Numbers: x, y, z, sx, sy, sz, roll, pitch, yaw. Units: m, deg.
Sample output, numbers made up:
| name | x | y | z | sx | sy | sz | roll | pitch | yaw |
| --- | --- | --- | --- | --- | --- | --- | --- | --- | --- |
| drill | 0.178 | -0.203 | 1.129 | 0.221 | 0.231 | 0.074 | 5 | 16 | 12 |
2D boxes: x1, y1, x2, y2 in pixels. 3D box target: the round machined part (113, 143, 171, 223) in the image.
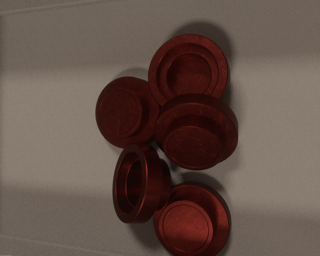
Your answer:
| name | x | y | z | sx | sy | sz | roll | pitch | yaw |
| --- | --- | --- | --- | --- | --- | --- | --- | --- | --- |
| round machined part | -0.021 | 0.070 | 0.391 | 0.098 | 0.042 | 0.098 | -28 | 57 | 55 |

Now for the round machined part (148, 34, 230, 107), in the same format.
| name | x | y | z | sx | sy | sz | roll | pitch | yaw |
| --- | --- | --- | --- | --- | --- | --- | --- | --- | --- |
| round machined part | 0.038 | -0.063 | 0.387 | 0.098 | 0.042 | 0.097 | 0 | 90 | 19 |

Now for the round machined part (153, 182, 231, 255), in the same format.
| name | x | y | z | sx | sy | sz | roll | pitch | yaw |
| --- | --- | --- | --- | --- | --- | --- | --- | --- | --- |
| round machined part | 0.037 | 0.119 | 0.388 | 0.098 | 0.042 | 0.097 | 0 | 90 | 19 |

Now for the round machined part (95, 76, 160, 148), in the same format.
| name | x | y | z | sx | sy | sz | roll | pitch | yaw |
| --- | --- | --- | --- | --- | --- | --- | --- | --- | --- |
| round machined part | -0.046 | -0.020 | 0.414 | 0.098 | 0.042 | 0.097 | 1 | 91 | 22 |

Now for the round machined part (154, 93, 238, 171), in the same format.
| name | x | y | z | sx | sy | sz | roll | pitch | yaw |
| --- | --- | --- | --- | --- | --- | --- | --- | --- | --- |
| round machined part | 0.040 | 0.012 | 0.360 | 0.098 | 0.042 | 0.097 | 7 | 131 | 9 |
